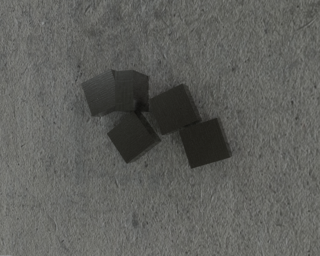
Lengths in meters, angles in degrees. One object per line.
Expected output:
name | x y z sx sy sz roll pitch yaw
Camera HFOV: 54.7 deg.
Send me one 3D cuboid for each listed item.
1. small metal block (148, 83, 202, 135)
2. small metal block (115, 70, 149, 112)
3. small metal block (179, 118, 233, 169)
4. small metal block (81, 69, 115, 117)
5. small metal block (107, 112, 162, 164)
small metal block | 0.020 -0.023 0.402 0.050 0.025 0.050 -24 82 18
small metal block | -0.036 -0.047 0.408 0.025 0.050 0.050 -1 90 20
small metal block | 0.058 0.019 0.389 0.050 0.025 0.050 -19 84 19
small metal block | -0.076 -0.048 0.436 0.050 0.025 0.050 -22 83 18
small metal block | -0.035 0.013 0.421 0.050 0.025 0.050 -38 78 16
